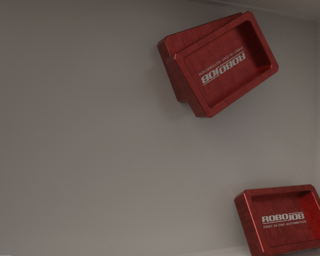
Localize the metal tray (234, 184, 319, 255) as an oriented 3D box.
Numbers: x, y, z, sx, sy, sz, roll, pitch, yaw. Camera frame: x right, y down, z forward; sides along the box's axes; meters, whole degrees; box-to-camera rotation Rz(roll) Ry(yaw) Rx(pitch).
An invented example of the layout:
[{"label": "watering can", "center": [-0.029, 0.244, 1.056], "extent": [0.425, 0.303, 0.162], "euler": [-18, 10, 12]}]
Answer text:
[{"label": "metal tray", "center": [0.183, 0.133, 0.452], "extent": [0.131, 0.030, 0.090], "euler": [0, 58, -20]}]

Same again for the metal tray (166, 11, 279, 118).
[{"label": "metal tray", "center": [0.084, -0.082, 0.405], "extent": [0.131, 0.030, 0.090], "euler": [-34, 101, -17]}]

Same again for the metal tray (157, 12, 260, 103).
[{"label": "metal tray", "center": [0.072, -0.099, 0.434], "extent": [0.131, 0.030, 0.090], "euler": [-23, 98, -19]}]
